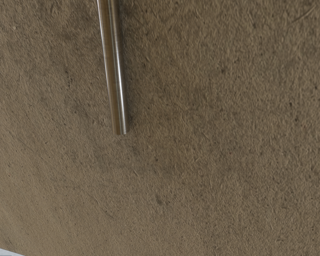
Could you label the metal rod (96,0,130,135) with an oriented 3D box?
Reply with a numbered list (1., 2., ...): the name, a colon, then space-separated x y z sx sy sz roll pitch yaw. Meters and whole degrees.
1. metal rod: -0.058 -0.125 0.361 0.025 0.025 0.298 12 124 21
